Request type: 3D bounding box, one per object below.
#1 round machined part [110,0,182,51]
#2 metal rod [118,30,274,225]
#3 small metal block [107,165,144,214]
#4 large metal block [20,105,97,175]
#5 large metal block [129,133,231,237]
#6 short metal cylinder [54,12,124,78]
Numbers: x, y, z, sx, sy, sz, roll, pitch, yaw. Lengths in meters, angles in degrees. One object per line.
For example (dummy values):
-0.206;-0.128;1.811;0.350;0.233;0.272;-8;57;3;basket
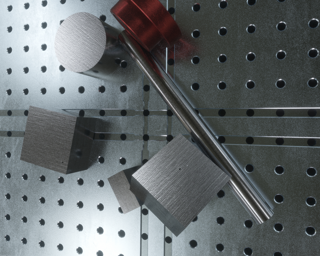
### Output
-0.022;-0.132;0.379;0.042;0.098;0.098;-45;76;4;round machined part
0.039;-0.011;0.398;0.025;0.025;0.299;-40;78;16;metal rod
-0.037;0.081;0.412;0.025;0.050;0.050;-30;80;18;small metal block
-0.147;0.015;0.451;0.080;0.050;0.079;13;95;19;large metal block
0.022;0.067;0.370;0.080;0.050;0.080;42;63;15;large metal block
-0.098;-0.114;0.434;0.080;0.050;0.079;0;90;20;short metal cylinder
